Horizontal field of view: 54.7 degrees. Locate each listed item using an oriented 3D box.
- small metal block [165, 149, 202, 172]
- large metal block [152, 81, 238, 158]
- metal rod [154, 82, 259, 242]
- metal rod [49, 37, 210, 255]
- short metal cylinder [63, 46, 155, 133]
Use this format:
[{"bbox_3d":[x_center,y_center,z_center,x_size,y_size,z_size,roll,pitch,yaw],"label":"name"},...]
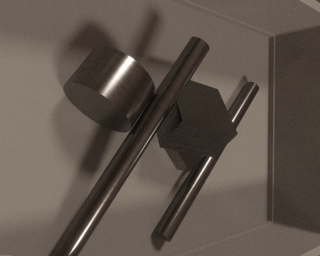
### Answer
[{"bbox_3d":[0.036,0.025,0.439,0.050,0.025,0.050,-45,117,-31],"label":"small metal block"},{"bbox_3d":[0.039,-0.015,0.392,0.081,0.050,0.080,13,44,-29],"label":"large metal block"},{"bbox_3d":[0.083,0.036,0.478,0.025,0.025,0.301,52,60,-28],"label":"metal rod"},{"bbox_3d":[-0.034,0.029,0.334,0.025,0.025,0.300,38,81,-34],"label":"metal rod"},{"bbox_3d":[-0.053,-0.039,0.328,0.080,0.080,0.050,45,63,-31],"label":"short metal cylinder"}]
